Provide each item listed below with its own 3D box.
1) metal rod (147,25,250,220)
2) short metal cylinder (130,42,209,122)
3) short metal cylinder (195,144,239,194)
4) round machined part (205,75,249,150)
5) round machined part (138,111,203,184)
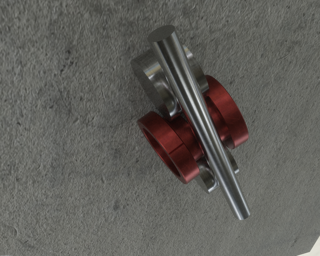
[{"bbox_3d":[0.059,0.021,0.352,0.025,0.025,0.299,-35,129,-6],"label":"metal rod"},{"bbox_3d":[0.010,-0.054,0.346,0.050,0.080,0.080,-34,129,-6],"label":"short metal cylinder"},{"bbox_3d":[0.066,0.046,0.439,0.050,0.080,0.080,-34,129,-6],"label":"short metal cylinder"},{"bbox_3d":[0.064,-0.014,0.390,0.042,0.098,0.098,-31,129,-3],"label":"round machined part"},{"bbox_3d":[0.018,0.018,0.382,0.042,0.098,0.098,-37,130,-9],"label":"round machined part"}]
